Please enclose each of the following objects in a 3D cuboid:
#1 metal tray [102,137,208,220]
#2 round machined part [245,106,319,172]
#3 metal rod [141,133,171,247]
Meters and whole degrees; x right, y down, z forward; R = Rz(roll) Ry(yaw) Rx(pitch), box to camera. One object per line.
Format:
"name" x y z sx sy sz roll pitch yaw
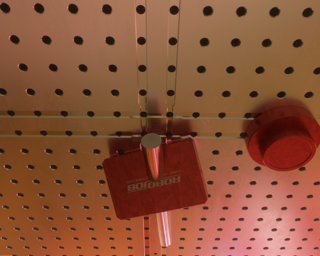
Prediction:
"metal tray" -0.006 0.072 0.438 0.130 0.030 0.090 -14 92 11
"round machined part" 0.169 0.021 0.420 0.099 0.042 0.097 0 130 0
"metal rod" 0.000 0.116 0.486 0.025 0.025 0.298 -3 138 2
